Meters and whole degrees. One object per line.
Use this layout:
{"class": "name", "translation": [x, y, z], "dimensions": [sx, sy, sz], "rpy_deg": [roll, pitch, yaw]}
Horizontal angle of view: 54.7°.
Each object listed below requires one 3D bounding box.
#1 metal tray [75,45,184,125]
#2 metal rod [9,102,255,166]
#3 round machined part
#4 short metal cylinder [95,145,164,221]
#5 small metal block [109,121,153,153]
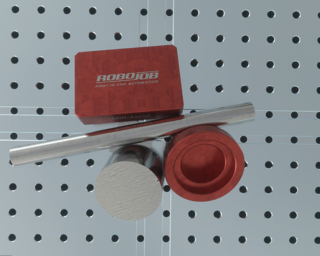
{"class": "metal tray", "translation": [-0.040, -0.056, 0.396], "dimensions": [0.131, 0.030, 0.090], "rpy_deg": [-5, 71, -1]}
{"class": "metal rod", "translation": [-0.033, 0.007, 0.387], "dimensions": [0.302, 0.025, 0.025], "rpy_deg": [-11, 90, -1]}
{"class": "round machined part", "translation": [0.053, 0.041, 0.394], "dimensions": [0.099, 0.042, 0.097], "rpy_deg": [-2, 112, -4]}
{"class": "short metal cylinder", "translation": [-0.035, 0.068, 0.389], "dimensions": [0.080, 0.050, 0.079], "rpy_deg": [1, 109, 5]}
{"class": "small metal block", "translation": [-0.036, 0.015, 0.421], "dimensions": [0.050, 0.025, 0.050], "rpy_deg": [18, 90, -1]}
